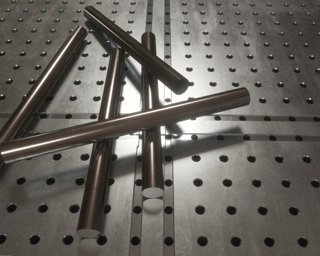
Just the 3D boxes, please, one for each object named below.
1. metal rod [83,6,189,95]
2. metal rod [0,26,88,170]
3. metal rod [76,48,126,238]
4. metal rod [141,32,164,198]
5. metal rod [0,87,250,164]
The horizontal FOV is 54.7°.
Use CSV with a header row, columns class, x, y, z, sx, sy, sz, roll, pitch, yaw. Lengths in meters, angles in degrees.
class,x,y,z,sx,sy,sz,roll,pitch,yaw
metal rod,-0.053,-0.138,0.498,0.025,0.025,0.300,-26,48,-21
metal rod,-0.173,-0.058,0.453,0.025,0.025,0.300,10,51,8
metal rod,-0.070,-0.007,0.412,0.025,0.025,0.300,1,50,0
metal rod,-0.014,-0.042,0.442,0.025,0.025,0.300,-2,50,-2
metal rod,-0.030,-0.007,0.378,0.302,0.025,0.025,-14,52,-12
